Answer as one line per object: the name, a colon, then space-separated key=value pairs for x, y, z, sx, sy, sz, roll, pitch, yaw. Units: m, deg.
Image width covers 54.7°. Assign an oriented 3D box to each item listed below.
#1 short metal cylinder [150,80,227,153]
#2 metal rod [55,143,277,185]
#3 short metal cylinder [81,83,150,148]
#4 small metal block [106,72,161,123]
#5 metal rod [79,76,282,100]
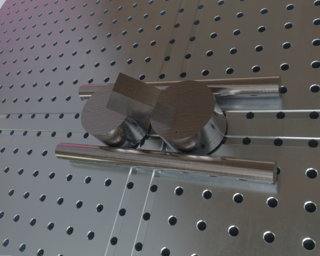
short metal cylinder: x=0.035 y=-0.011 z=0.376 sx=0.080 sy=0.050 sz=0.080 roll=-13 pitch=56 yaw=21
metal rod: x=-0.014 y=0.040 z=0.387 sx=0.300 sy=0.025 sz=0.025 roll=3 pitch=63 yaw=29
short metal cylinder: x=-0.061 y=-0.015 z=0.429 sx=0.080 sy=0.050 sz=0.080 roll=-13 pitch=56 yaw=21
small metal block: x=-0.033 y=-0.034 z=0.367 sx=0.050 sy=0.050 sz=0.025 roll=22 pitch=66 yaw=-10
metal rod: x=0.008 y=-0.053 z=0.432 sx=0.300 sy=0.025 sz=0.025 roll=2 pitch=63 yaw=29
